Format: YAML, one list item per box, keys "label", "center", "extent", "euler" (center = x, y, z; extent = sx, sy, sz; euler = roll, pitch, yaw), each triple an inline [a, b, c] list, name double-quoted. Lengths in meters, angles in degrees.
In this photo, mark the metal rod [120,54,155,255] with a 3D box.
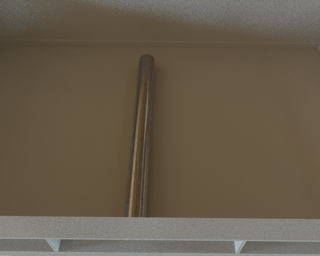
- label: "metal rod"
  center: [-0.023, 0.007, 0.398]
  extent: [0.025, 0.025, 0.300]
  euler: [1, 50, 0]
